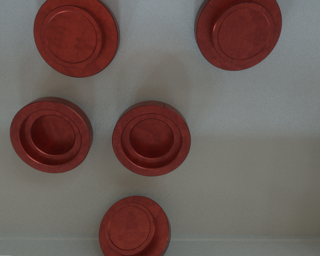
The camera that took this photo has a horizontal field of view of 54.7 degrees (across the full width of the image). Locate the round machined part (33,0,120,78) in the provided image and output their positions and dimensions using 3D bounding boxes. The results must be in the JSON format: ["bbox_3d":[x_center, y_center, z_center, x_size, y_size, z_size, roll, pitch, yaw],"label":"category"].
[{"bbox_3d":[-0.098,-0.107,0.362,0.099,0.042,0.097,0,110,-1],"label":"round machined part"}]

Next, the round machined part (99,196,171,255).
[{"bbox_3d":[-0.037,0.140,0.422,0.098,0.098,0.042,-13,149,4],"label":"round machined part"}]

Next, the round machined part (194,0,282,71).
[{"bbox_3d":[0.091,-0.111,0.354,0.099,0.042,0.097,-1,120,-1],"label":"round machined part"}]

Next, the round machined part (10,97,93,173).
[{"bbox_3d":[-0.136,0.006,0.403,0.099,0.042,0.097,0,110,-1],"label":"round machined part"}]

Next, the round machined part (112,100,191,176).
[{"bbox_3d":[-0.011,0.011,0.406,0.099,0.042,0.097,0,110,-1],"label":"round machined part"}]
